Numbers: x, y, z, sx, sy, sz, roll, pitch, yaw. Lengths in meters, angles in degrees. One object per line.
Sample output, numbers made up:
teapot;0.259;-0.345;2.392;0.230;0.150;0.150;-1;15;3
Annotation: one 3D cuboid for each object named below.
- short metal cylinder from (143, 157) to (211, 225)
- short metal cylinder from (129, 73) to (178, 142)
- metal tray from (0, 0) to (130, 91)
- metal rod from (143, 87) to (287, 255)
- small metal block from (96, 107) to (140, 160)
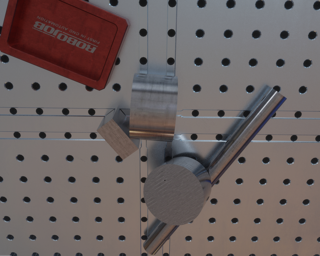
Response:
short metal cylinder;0.025;0.082;0.415;0.080;0.050;0.079;2;97;19
short metal cylinder;-0.008;-0.025;0.375;0.050;0.080;0.079;4;110;-2
metal tray;-0.112;-0.111;0.368;0.131;0.030;0.089;21;109;-8
metal rod;0.068;0.071;0.439;0.025;0.025;0.299;33;107;-11
small metal block;-0.051;0.006;0.402;0.025;0.050;0.050;-36;107;12
